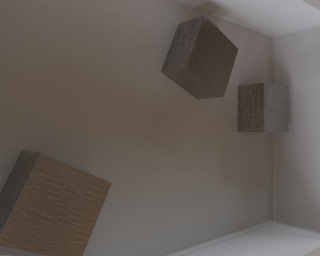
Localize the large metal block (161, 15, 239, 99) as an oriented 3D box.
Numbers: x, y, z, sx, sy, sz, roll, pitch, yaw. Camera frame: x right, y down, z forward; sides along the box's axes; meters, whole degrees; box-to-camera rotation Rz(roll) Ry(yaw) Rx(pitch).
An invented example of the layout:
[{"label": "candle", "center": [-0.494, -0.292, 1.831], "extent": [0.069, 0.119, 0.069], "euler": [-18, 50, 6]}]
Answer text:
[{"label": "large metal block", "center": [0.058, -0.096, 0.438], "extent": [0.080, 0.050, 0.080], "euler": [31, 71, -36]}]

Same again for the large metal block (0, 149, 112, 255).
[{"label": "large metal block", "center": [-0.106, 0.075, 0.301], "extent": [0.080, 0.050, 0.080], "euler": [32, 70, -35]}]

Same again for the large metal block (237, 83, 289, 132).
[{"label": "large metal block", "center": [0.181, -0.033, 0.542], "extent": [0.081, 0.050, 0.080], "euler": [1, 90, -40]}]
